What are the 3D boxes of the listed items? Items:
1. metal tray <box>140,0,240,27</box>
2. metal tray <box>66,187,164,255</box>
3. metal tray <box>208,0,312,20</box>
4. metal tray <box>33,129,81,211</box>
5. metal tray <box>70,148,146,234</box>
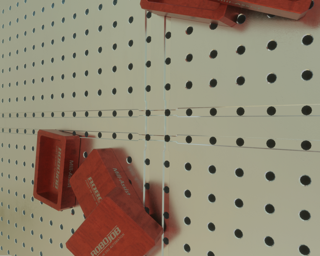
[{"bbox_3d":[0.040,-0.178,0.371,0.130,0.030,0.089,25,105,37],"label":"metal tray"},{"bbox_3d":[-0.067,0.156,0.438,0.090,0.030,0.129,43,118,6],"label":"metal tray"},{"bbox_3d":[0.089,-0.166,0.299,0.130,0.030,0.089,19,103,14],"label":"metal tray"},{"bbox_3d":[-0.187,0.072,0.556,0.090,0.030,0.129,10,96,39],"label":"metal tray"},{"bbox_3d":[-0.082,0.106,0.471,0.090,0.030,0.130,-48,62,29],"label":"metal tray"}]
